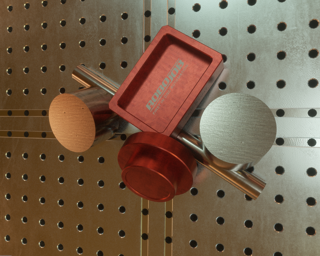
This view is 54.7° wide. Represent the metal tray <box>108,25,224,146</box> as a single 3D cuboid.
[{"bbox_3d":[0.008,-0.054,0.391,0.090,0.030,0.130,34,87,17],"label":"metal tray"}]

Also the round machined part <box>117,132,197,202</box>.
[{"bbox_3d":[-0.008,0.054,0.377,0.098,0.042,0.097,14,138,14],"label":"round machined part"}]

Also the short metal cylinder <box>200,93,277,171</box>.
[{"bbox_3d":[0.087,0.006,0.356,0.080,0.050,0.080,-2,73,8],"label":"short metal cylinder"}]

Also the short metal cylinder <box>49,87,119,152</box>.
[{"bbox_3d":[-0.103,-0.013,0.423,0.080,0.050,0.079,10,111,27],"label":"short metal cylinder"}]

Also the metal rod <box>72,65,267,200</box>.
[{"bbox_3d":[0.000,-0.003,0.413,0.300,0.025,0.025,33,101,17],"label":"metal rod"}]
